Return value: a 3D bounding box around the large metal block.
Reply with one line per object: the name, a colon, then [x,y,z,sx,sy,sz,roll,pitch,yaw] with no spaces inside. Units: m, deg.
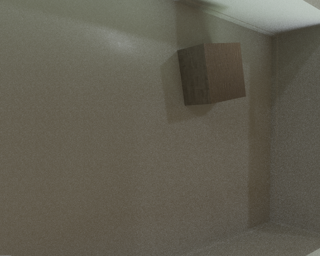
large metal block: [0.077,-0.079,0.453,0.081,0.050,0.080,-14,99,-39]
